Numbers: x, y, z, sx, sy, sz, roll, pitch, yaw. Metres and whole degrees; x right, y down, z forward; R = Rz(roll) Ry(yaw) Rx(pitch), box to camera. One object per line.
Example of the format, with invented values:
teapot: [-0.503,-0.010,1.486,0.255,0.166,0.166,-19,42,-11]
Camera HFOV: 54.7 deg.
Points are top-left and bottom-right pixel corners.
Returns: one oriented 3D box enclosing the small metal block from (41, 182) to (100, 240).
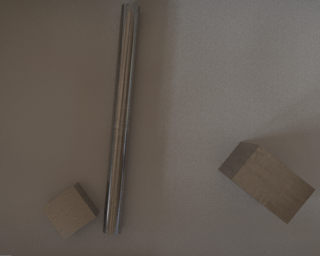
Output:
small metal block: [-0.117,0.109,0.410,0.050,0.025,0.050,-36,90,0]

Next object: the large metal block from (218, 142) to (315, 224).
large metal block: [0.127,0.063,0.386,0.080,0.080,0.050,39,90,-1]

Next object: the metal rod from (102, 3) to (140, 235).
metal rod: [-0.051,-0.012,0.410,0.025,0.025,0.298,5,90,-1]
